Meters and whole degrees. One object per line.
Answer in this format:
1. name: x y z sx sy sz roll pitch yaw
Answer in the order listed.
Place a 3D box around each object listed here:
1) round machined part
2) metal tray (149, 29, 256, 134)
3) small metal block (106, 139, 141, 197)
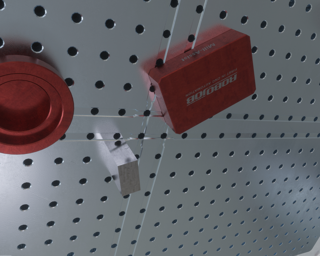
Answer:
1. round machined part: -0.140 -0.025 0.308 0.099 0.042 0.097 -14 124 -21
2. metal tray: 0.060 -0.059 0.404 0.131 0.030 0.090 -29 128 -10
3. small metal block: -0.048 0.051 0.400 0.025 0.050 0.050 -16 125 -20
